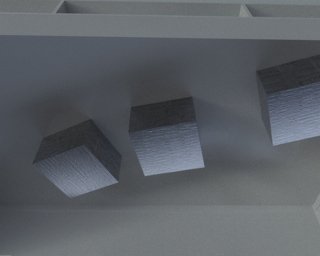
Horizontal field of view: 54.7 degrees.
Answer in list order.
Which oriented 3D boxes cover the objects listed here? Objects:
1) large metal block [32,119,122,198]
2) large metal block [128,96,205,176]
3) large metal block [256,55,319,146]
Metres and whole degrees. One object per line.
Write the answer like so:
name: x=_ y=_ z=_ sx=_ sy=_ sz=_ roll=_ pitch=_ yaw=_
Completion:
large metal block: x=-0.111 y=0.044 z=0.429 sx=0.080 sy=0.050 sz=0.080 roll=-21 pitch=128 yaw=16
large metal block: x=0.010 y=0.012 z=0.403 sx=0.080 sy=0.050 sz=0.080 roll=-10 pitch=130 yaw=7
large metal block: x=0.165 y=-0.032 z=0.368 sx=0.080 sy=0.050 sz=0.080 roll=-14 pitch=129 yaw=11
